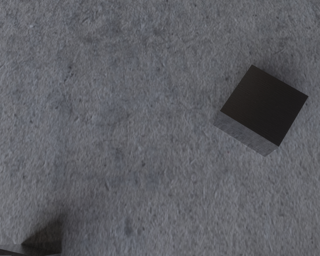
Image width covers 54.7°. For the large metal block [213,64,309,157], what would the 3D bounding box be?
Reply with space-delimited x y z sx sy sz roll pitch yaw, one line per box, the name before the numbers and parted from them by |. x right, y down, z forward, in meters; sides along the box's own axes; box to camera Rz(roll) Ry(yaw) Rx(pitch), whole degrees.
large metal block | 0.129 -0.022 0.404 0.080 0.050 0.080 33 73 11

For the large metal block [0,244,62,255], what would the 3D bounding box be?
large metal block | -0.149 0.166 0.316 0.050 0.080 0.080 11 70 4
